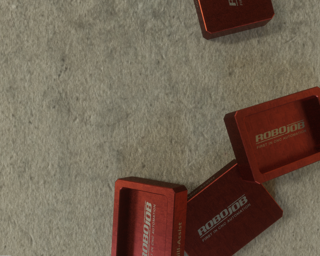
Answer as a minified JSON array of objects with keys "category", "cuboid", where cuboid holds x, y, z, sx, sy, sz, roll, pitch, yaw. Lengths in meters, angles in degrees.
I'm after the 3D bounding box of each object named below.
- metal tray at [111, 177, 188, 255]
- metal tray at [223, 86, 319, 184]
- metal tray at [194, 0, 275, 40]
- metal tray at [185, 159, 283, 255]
[{"category":"metal tray","cuboid":[-0.015,0.131,0.384,0.090,0.030,0.129,3,90,33]},{"category":"metal tray","cuboid":[0.155,0.007,0.391,0.131,0.030,0.090,-17,89,-16]},{"category":"metal tray","cuboid":[0.088,-0.192,0.409,0.091,0.030,0.129,-14,90,-1]},{"category":"metal tray","cuboid":[0.081,0.114,0.409,0.130,0.030,0.090,-38,90,-1]}]
